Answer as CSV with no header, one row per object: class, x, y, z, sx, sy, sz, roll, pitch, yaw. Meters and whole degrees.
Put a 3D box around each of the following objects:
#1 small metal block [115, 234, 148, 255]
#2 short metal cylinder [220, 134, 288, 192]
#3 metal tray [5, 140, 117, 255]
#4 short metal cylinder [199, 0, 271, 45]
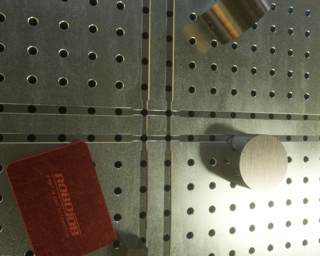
small metal block,-0.038,0.166,0.386,0.025,0.050,0.050,11,87,-20
short metal cylinder,0.135,0.048,0.449,0.081,0.050,0.080,0,90,-20
metal tray,-0.115,0.088,0.368,0.091,0.030,0.129,-18,96,-19
short metal cylinder,0.100,-0.159,0.420,0.080,0.080,0.050,-45,104,-14
